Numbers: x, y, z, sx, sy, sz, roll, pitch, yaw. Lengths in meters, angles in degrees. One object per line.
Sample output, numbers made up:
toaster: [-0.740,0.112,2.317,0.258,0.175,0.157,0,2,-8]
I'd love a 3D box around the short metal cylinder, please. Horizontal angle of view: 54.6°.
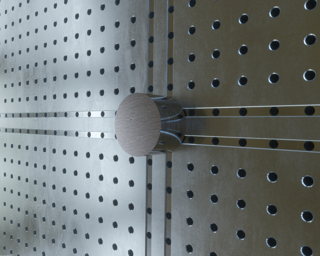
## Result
short metal cylinder: [-0.013,-0.004,0.405,0.080,0.050,0.080,0,90,40]
